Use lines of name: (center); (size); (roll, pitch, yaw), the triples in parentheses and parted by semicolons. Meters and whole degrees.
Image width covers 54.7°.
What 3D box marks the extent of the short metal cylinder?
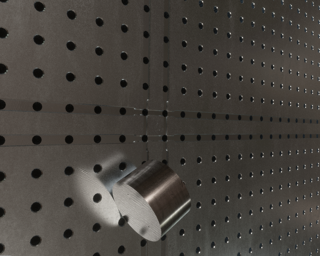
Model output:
short metal cylinder: (-0.011, 0.085, 0.367); (0.050, 0.080, 0.080); (-33, 111, -35)
